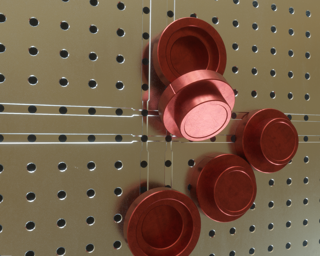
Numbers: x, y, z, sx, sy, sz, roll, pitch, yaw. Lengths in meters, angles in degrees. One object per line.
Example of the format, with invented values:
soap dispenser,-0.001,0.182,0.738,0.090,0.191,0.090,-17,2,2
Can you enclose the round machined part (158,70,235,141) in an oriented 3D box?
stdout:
round machined part,0.050,-0.021,0.393,0.099,0.042,0.097,-12,137,-12

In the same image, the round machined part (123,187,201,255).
round machined part,0.000,0.126,0.404,0.099,0.042,0.097,0,90,-20

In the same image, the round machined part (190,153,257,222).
round machined part,0.096,0.085,0.439,0.099,0.042,0.097,0,90,-20

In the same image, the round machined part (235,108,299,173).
round machined part,0.166,0.019,0.464,0.099,0.042,0.097,0,90,-20

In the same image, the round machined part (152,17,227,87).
round machined part,0.036,-0.093,0.416,0.099,0.042,0.097,0,90,-20
